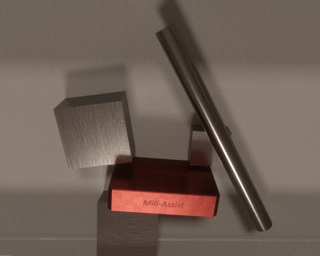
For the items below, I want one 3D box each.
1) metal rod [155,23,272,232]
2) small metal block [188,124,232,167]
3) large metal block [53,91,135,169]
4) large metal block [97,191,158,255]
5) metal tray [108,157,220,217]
[{"bbox_3d":[0.076,0.013,0.390,0.025,0.025,0.299,-27,108,9],"label":"metal rod"},{"bbox_3d":[0.066,0.024,0.421,0.050,0.025,0.050,3,110,-2],"label":"small metal block"},{"bbox_3d":[-0.080,0.002,0.398,0.080,0.050,0.079,-7,110,2],"label":"large metal block"},{"bbox_3d":[-0.044,0.136,0.438,0.081,0.050,0.079,2,96,-1],"label":"large metal block"},{"bbox_3d":[0.004,0.073,0.403,0.131,0.090,0.030,4,110,-2],"label":"metal tray"}]
